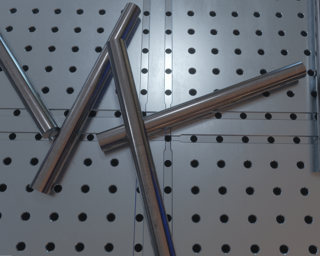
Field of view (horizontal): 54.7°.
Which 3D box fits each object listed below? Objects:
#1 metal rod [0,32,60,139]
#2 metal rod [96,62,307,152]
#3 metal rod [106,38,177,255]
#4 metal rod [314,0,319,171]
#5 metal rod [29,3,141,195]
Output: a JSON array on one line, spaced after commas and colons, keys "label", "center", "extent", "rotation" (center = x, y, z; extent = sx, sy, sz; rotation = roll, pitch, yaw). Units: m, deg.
[{"label": "metal rod", "center": [-0.228, -0.110, 0.448], "extent": [0.025, 0.025, 0.299], "rotation": [-33, 74, -12]}, {"label": "metal rod", "center": [0.061, -0.032, 0.424], "extent": [0.302, 0.025, 0.025], "rotation": [-20, 72, -8]}, {"label": "metal rod", "center": [-0.023, 0.031, 0.378], "extent": [0.025, 0.025, 0.299], "rotation": [-13, 79, -5]}, {"label": "metal rod", "center": [0.238, -0.085, 0.445], "extent": [0.025, 0.025, 0.299], "rotation": [8, 70, 2]}, {"label": "metal rod", "center": [-0.095, -0.053, 0.429], "extent": [0.025, 0.025, 0.300], "rotation": [20, 71, 7]}]
